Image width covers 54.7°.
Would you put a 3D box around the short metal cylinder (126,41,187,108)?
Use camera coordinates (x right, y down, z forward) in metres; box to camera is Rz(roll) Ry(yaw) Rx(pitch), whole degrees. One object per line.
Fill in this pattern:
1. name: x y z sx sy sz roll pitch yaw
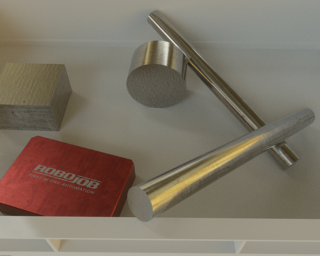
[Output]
1. short metal cylinder: -0.003 -0.073 0.431 0.080 0.080 0.050 4 50 3

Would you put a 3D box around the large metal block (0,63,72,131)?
1. large metal block: -0.174 -0.043 0.423 0.081 0.050 0.080 2 50 1

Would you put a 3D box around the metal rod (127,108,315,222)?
1. metal rod: 0.091 0.018 0.311 0.302 0.025 0.025 -18 49 -44

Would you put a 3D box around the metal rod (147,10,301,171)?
1. metal rod: 0.075 -0.066 0.429 0.025 0.025 0.300 -28 65 -22

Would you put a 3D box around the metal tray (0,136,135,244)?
1. metal tray: -0.103 0.064 0.346 0.131 0.030 0.090 13 51 10
